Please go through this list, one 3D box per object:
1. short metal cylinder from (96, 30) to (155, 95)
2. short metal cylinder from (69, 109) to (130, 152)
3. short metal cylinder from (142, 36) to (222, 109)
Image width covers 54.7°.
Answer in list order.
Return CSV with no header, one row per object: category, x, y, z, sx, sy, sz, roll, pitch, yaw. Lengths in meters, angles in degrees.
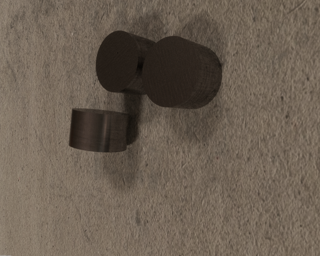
short metal cylinder,-0.041,-0.086,0.421,0.080,0.050,0.079,0,90,39
short metal cylinder,-0.085,0.002,0.437,0.080,0.081,0.050,11,97,39
short metal cylinder,0.025,-0.063,0.366,0.080,0.050,0.079,0,90,39
